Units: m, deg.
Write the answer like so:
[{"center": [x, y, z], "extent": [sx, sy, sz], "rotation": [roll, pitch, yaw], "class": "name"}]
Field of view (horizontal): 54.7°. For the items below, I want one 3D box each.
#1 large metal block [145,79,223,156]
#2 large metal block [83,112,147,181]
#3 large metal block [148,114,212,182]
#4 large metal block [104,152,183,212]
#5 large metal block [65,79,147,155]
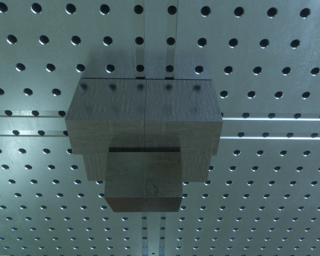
[{"center": [0.024, -0.014, 0.363], "extent": [0.081, 0.080, 0.050], "rotation": [1, 130, -1], "class": "large metal block"}, {"center": [-0.057, 0.026, 0.414], "extent": [0.081, 0.050, 0.079], "rotation": [1, 130, -1], "class": "large metal block"}, {"center": [0.024, 0.027, 0.416], "extent": [0.081, 0.050, 0.079], "rotation": [1, 130, -1], "class": "large metal block"}, {"center": [-0.017, 0.066, 0.363], "extent": [0.081, 0.050, 0.080], "rotation": [0, 154, -1], "class": "large metal block"}, {"center": [-0.057, -0.015, 0.361], "extent": [0.081, 0.080, 0.050], "rotation": [1, 130, -1], "class": "large metal block"}]
